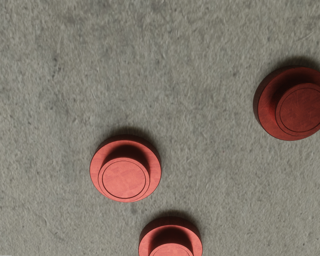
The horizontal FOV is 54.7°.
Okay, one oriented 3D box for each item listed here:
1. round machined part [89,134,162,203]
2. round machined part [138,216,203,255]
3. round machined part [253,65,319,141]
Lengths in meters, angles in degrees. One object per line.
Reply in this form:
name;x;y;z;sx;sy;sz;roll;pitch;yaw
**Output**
round machined part;-0.047;0.061;0.423;0.099;0.042;0.097;0;110;-1
round machined part;0.016;0.187;0.470;0.099;0.042;0.097;0;110;-1
round machined part;0.173;-0.028;0.393;0.099;0.042;0.097;0;110;-1
